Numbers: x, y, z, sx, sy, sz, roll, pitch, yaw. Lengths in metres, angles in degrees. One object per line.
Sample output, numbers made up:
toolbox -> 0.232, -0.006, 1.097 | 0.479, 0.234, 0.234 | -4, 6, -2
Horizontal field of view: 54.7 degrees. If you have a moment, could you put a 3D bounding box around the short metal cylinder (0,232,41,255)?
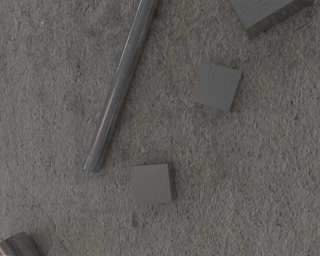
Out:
short metal cylinder -> -0.223, 0.201, 0.458 | 0.080, 0.080, 0.050 | -43, 77, 15

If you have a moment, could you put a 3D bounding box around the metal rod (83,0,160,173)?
metal rod -> -0.047, -0.080, 0.425 | 0.025, 0.025, 0.298 | 22, 97, 18

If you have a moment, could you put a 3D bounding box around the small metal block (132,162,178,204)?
small metal block -> -0.007, 0.073, 0.411 | 0.050, 0.025, 0.050 | -7, 88, 19

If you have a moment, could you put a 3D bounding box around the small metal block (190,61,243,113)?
small metal block -> 0.071, -0.050, 0.384 | 0.050, 0.025, 0.050 | 19, 96, 19

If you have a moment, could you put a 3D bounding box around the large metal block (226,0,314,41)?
large metal block -> 0.118, -0.161, 0.354 | 0.080, 0.050, 0.080 | -29, 81, 17
